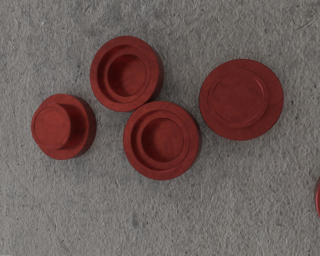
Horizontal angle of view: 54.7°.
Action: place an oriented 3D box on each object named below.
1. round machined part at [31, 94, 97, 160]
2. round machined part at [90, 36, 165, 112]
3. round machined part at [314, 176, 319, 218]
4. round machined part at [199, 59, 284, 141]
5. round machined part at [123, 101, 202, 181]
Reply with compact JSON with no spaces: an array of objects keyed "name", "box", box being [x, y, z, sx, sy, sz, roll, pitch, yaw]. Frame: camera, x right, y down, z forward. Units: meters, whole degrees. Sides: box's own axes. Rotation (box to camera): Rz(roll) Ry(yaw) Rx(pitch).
[{"name":"round machined part","box":[-0.146,-0.002,0.452,0.098,0.042,0.097,0,90,20]},{"name":"round machined part","box":[-0.040,-0.069,0.414,0.098,0.042,0.097,0,90,20]},{"name":"round machined part","box":[0.215,0.075,0.324,0.098,0.042,0.097,0,90,20]},{"name":"round machined part","box":[0.094,-0.033,0.367,0.098,0.042,0.097,0,90,20]},{"name":"round machined part","box":[0.006,0.015,0.397,0.098,0.042,0.097,0,91,19]}]
